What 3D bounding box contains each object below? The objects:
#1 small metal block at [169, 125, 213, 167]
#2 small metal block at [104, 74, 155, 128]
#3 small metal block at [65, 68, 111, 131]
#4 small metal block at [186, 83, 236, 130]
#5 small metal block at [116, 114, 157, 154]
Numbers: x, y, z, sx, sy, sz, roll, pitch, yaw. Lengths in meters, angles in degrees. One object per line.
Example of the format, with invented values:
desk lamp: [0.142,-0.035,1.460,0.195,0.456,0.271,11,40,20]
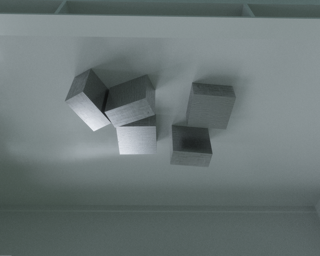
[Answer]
small metal block: [0.040,0.024,0.413,0.050,0.050,0.025,5,130,-5]
small metal block: [-0.034,-0.032,0.365,0.050,0.050,0.025,-17,128,14]
small metal block: [-0.079,-0.033,0.363,0.025,0.050,0.050,-24,126,19]
small metal block: [0.062,-0.027,0.387,0.050,0.025,0.050,4,130,-4]
small metal block: [-0.030,0.009,0.416,0.050,0.025,0.050,-1,130,0]
